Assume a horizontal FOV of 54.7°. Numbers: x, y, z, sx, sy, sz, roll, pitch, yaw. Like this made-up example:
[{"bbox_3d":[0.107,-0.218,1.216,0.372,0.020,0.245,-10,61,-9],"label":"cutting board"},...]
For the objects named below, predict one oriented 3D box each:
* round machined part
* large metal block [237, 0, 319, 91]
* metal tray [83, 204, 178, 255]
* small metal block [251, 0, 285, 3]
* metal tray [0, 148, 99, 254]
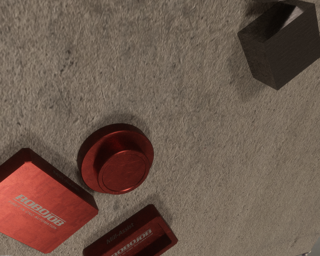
[{"bbox_3d":[-0.052,0.046,0.397,0.099,0.042,0.097,-14,125,-21],"label":"round machined part"},{"bbox_3d":[0.161,-0.111,0.412,0.080,0.050,0.080,-38,130,-3],"label":"large metal block"},{"bbox_3d":[-0.044,0.190,0.498,0.130,0.030,0.090,-33,129,-7],"label":"metal tray"},{"bbox_3d":[0.139,-0.182,0.373,0.050,0.025,0.050,-15,125,-20],"label":"small metal block"},{"bbox_3d":[-0.151,0.094,0.380,0.090,0.030,0.130,-39,130,-2],"label":"metal tray"}]
